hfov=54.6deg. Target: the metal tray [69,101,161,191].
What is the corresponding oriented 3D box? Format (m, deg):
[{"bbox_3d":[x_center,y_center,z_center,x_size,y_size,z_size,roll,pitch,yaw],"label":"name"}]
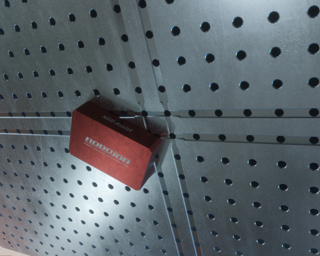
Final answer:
[{"bbox_3d":[-0.071,0.028,0.463,0.130,0.030,0.089,27,128,11],"label":"metal tray"}]
